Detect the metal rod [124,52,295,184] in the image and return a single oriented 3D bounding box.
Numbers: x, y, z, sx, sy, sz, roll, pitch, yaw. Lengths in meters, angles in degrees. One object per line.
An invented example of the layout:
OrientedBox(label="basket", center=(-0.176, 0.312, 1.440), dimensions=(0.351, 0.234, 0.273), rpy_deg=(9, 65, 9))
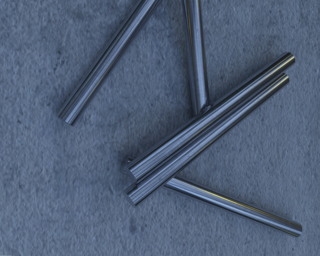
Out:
OrientedBox(label="metal rod", center=(0.081, -0.025, 0.415), dimensions=(0.302, 0.025, 0.025), rpy_deg=(-35, 102, -22))

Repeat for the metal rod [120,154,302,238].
OrientedBox(label="metal rod", center=(0.085, 0.103, 0.442), dimensions=(0.302, 0.025, 0.025), rpy_deg=(24, 82, -19))

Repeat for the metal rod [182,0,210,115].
OrientedBox(label="metal rod", center=(0.041, -0.166, 0.405), dimensions=(0.025, 0.025, 0.298), rpy_deg=(-11, 101, -20))

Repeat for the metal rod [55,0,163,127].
OrientedBox(label="metal rod", center=(-0.034, -0.132, 0.396), dimensions=(0.025, 0.025, 0.300), rpy_deg=(36, 78, -17))

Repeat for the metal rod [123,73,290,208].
OrientedBox(label="metal rod", center=(0.077, 0.004, 0.422), dimensions=(0.302, 0.025, 0.025), rpy_deg=(-35, 102, -23))
